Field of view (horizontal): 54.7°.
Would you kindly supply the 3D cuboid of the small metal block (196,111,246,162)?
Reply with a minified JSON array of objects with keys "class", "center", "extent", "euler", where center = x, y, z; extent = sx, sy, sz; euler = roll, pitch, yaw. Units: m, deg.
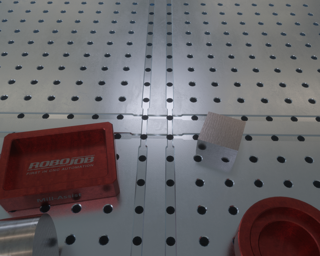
[{"class":"small metal block","center":[0.079,0.011,0.399],"extent":[0.050,0.025,0.050],"euler":[16,52,13]}]

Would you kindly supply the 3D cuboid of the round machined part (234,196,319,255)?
[{"class":"round machined part","center":[0.121,0.119,0.297],"extent":[0.099,0.042,0.098],"euler":[0,50,0]}]

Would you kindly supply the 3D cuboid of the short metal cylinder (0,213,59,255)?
[{"class":"short metal cylinder","center":[-0.124,0.119,0.271],"extent":[0.050,0.080,0.080],"euler":[-6,50,-5]}]

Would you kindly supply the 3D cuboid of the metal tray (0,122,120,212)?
[{"class":"metal tray","center":[-0.118,0.042,0.367],"extent":[0.131,0.030,0.090],"euler":[-7,50,-6]}]
